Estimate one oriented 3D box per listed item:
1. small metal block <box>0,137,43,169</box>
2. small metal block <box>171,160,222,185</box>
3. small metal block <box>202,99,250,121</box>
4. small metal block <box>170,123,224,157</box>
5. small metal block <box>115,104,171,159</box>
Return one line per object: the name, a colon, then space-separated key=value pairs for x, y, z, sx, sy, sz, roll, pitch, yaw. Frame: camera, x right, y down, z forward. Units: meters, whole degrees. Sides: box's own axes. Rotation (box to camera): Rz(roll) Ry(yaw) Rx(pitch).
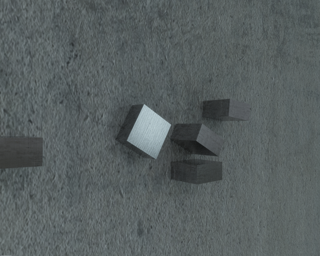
small metal block: x=-0.138 y=0.020 z=0.273 sx=0.050 sy=0.050 sz=0.025 roll=1 pitch=90 yaw=-40
small metal block: x=0.051 y=0.059 z=0.431 sx=0.050 sy=0.050 sz=0.025 roll=-1 pitch=91 yaw=-40
small metal block: x=0.101 y=-0.026 z=0.473 sx=0.050 sy=0.050 sz=0.025 roll=9 pitch=85 yaw=-40
small metal block: x=0.052 y=0.016 z=0.431 sx=0.050 sy=0.050 sz=0.025 roll=34 pitch=69 yaw=-35
small metal block: x=-0.020 y=0.005 z=0.388 sx=0.050 sy=0.025 sz=0.050 roll=37 pitch=68 yaw=-34
